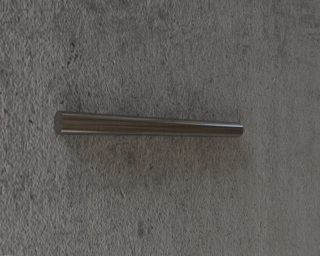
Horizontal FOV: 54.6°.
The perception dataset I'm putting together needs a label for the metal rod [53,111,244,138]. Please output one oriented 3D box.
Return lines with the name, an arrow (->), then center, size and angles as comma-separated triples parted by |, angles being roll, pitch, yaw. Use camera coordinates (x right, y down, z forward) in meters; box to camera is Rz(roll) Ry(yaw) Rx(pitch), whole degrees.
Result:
metal rod -> 0.011, -0.001, 0.415 | 0.302, 0.025, 0.025 | 2, 89, -40
